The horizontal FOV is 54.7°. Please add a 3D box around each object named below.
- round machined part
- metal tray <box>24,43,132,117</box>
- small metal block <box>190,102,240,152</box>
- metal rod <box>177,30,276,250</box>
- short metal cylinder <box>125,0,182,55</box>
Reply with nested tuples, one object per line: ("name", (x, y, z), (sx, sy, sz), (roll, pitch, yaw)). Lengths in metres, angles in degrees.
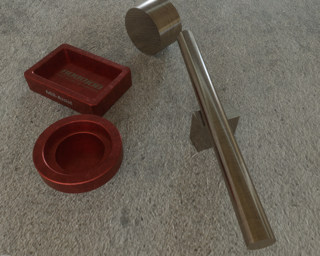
("round machined part", (-0.092, 0.033, 0.363), (0.099, 0.042, 0.098), (0, 50, 0))
("metal tray", (-0.119, -0.073, 0.459), (0.130, 0.030, 0.090), (24, 54, 18))
("small metal block", (0.067, -0.001, 0.388), (0.050, 0.050, 0.025), (-16, 52, -13))
("metal rod", (0.061, -0.017, 0.352), (0.025, 0.025, 0.300), (-7, 51, -6))
("short metal cylinder", (-0.011, -0.167, 0.508), (0.080, 0.080, 0.050), (35, 58, 25))
